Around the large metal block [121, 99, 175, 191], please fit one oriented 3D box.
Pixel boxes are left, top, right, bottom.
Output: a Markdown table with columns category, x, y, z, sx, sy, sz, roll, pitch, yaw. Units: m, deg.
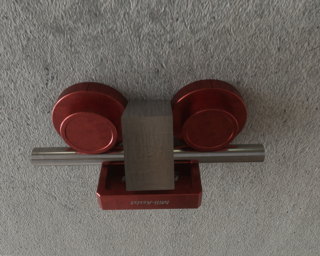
| category | x | y | z | sx | sy | sz | roll | pitch | yaw |
| --- | --- | --- | --- | --- | --- | --- | --- | --- | --- |
| large metal block | -0.011 | 0.016 | 0.350 | 0.050 | 0.080 | 0.079 | -2 | 107 | 0 |

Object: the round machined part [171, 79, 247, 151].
| category | x | y | z | sx | sy | sz | roll | pitch | yaw |
| --- | --- | --- | --- | --- | --- | --- | --- | --- | --- |
| round machined part | 0.060 | -0.009 | 0.390 | 0.099 | 0.042 | 0.097 | -1 | 130 | 0 |

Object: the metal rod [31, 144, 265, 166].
| category | x | y | z | sx | sy | sz | roll | pitch | yaw |
| --- | --- | --- | --- | --- | --- | --- | --- | --- | --- |
| metal rod | -0.015 | 0.036 | 0.412 | 0.302 | 0.025 | 0.025 | -1 | 130 | 0 |

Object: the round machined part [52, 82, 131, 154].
| category | x | y | z | sx | sy | sz | roll | pitch | yaw |
| --- | --- | --- | --- | --- | --- | --- | --- | --- | --- |
| round machined part | -0.086 | -0.005 | 0.389 | 0.099 | 0.042 | 0.097 | -1 | 130 | 0 |

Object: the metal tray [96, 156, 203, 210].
| category | x | y | z | sx | sy | sz | roll | pitch | yaw |
| --- | --- | --- | --- | --- | --- | --- | --- | --- | --- |
| metal tray | -0.013 | 0.064 | 0.420 | 0.131 | 0.090 | 0.030 | -1 | 130 | 0 |
